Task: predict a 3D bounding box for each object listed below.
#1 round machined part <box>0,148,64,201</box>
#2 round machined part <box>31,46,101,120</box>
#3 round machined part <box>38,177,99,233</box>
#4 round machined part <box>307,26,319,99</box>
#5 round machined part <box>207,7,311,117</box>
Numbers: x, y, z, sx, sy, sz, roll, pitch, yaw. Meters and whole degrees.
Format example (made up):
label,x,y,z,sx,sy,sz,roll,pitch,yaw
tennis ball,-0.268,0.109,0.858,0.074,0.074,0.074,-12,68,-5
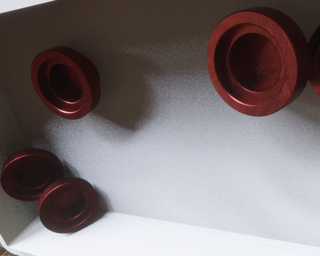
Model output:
label,x,y,z,sx,sy,sz,roll,pitch,yaw
round machined part,-0.221,0.076,0.540,0.099,0.042,0.097,-10,121,-17
round machined part,-0.122,-0.064,0.423,0.098,0.042,0.097,13,124,21
round machined part,-0.160,0.129,0.539,0.042,0.099,0.097,34,143,57
round machined part,0.176,-0.055,0.252,0.098,0.042,0.097,45,152,34
round machined part,0.095,-0.063,0.293,0.098,0.042,0.097,33,136,39
